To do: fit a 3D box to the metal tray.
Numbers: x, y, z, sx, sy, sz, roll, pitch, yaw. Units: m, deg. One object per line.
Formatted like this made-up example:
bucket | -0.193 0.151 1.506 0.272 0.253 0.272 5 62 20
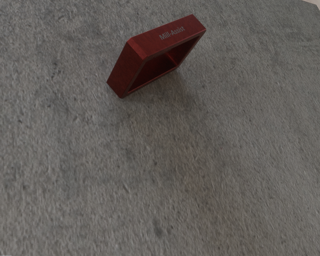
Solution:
metal tray | -0.004 -0.098 0.421 0.030 0.090 0.131 50 51 6
